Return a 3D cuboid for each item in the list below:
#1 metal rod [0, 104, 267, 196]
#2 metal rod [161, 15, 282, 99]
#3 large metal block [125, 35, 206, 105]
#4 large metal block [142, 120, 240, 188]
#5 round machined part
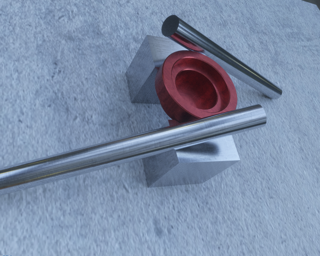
[{"bbox_3d":[-0.039,0.023,0.300,0.302,0.025,0.025,-14,67,-10],"label":"metal rod"},{"bbox_3d":[0.110,-0.088,0.452,0.302,0.025,0.025,14,53,-47],"label":"metal rod"},{"bbox_3d":[0.008,-0.074,0.421,0.081,0.080,0.050,1,62,-28],"label":"large metal block"},{"bbox_3d":[0.032,0.032,0.369,0.081,0.080,0.050,1,62,-28],"label":"large metal block"},{"bbox_3d":[0.038,-0.040,0.366,0.099,0.042,0.098,14,56,-21],"label":"round machined part"}]
